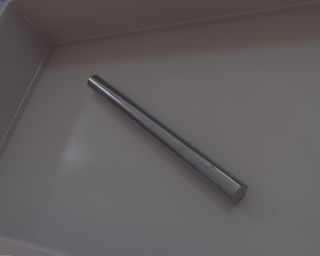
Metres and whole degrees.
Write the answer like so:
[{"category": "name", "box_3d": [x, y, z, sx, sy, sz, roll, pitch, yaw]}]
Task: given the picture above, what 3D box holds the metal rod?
[{"category": "metal rod", "box_3d": [-0.012, -0.003, 0.410, 0.025, 0.025, 0.300, -48, 52, -6]}]
